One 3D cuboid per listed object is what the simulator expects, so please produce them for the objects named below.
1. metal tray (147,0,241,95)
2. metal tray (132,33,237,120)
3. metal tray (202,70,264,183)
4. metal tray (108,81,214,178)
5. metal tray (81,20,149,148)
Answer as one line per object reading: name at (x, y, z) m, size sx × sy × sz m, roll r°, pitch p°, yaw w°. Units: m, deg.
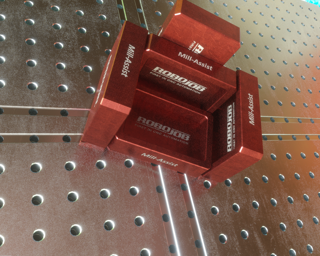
metal tray at (0.034, -0.097, 0.417) m, size 0.090 × 0.129 × 0.030 m, roll 21°, pitch 54°, yaw -16°
metal tray at (0.025, -0.062, 0.417) m, size 0.131 × 0.090 × 0.030 m, roll 20°, pitch 55°, yaw -17°
metal tray at (0.094, -0.003, 0.417) m, size 0.030 × 0.090 × 0.130 m, roll 20°, pitch 54°, yaw -17°
metal tray at (0.006, 0.002, 0.405) m, size 0.131 × 0.030 × 0.090 m, roll 20°, pitch 54°, yaw -17°
metal tray at (-0.053, -0.052, 0.369) m, size 0.030 × 0.090 × 0.130 m, roll 20°, pitch 54°, yaw -17°
